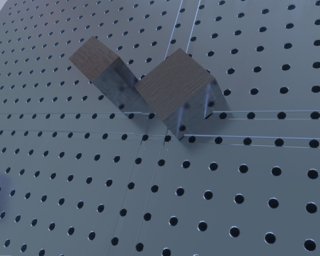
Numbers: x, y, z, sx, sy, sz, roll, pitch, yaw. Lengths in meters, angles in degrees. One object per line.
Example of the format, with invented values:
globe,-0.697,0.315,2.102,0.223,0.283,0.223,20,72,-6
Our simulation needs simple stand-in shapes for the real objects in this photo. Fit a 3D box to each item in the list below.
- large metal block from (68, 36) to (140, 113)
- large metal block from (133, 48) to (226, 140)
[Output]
large metal block,-0.078,-0.080,0.464,0.050,0.080,0.080,-45,51,-3
large metal block,0.025,-0.046,0.408,0.080,0.050,0.080,-39,51,1
